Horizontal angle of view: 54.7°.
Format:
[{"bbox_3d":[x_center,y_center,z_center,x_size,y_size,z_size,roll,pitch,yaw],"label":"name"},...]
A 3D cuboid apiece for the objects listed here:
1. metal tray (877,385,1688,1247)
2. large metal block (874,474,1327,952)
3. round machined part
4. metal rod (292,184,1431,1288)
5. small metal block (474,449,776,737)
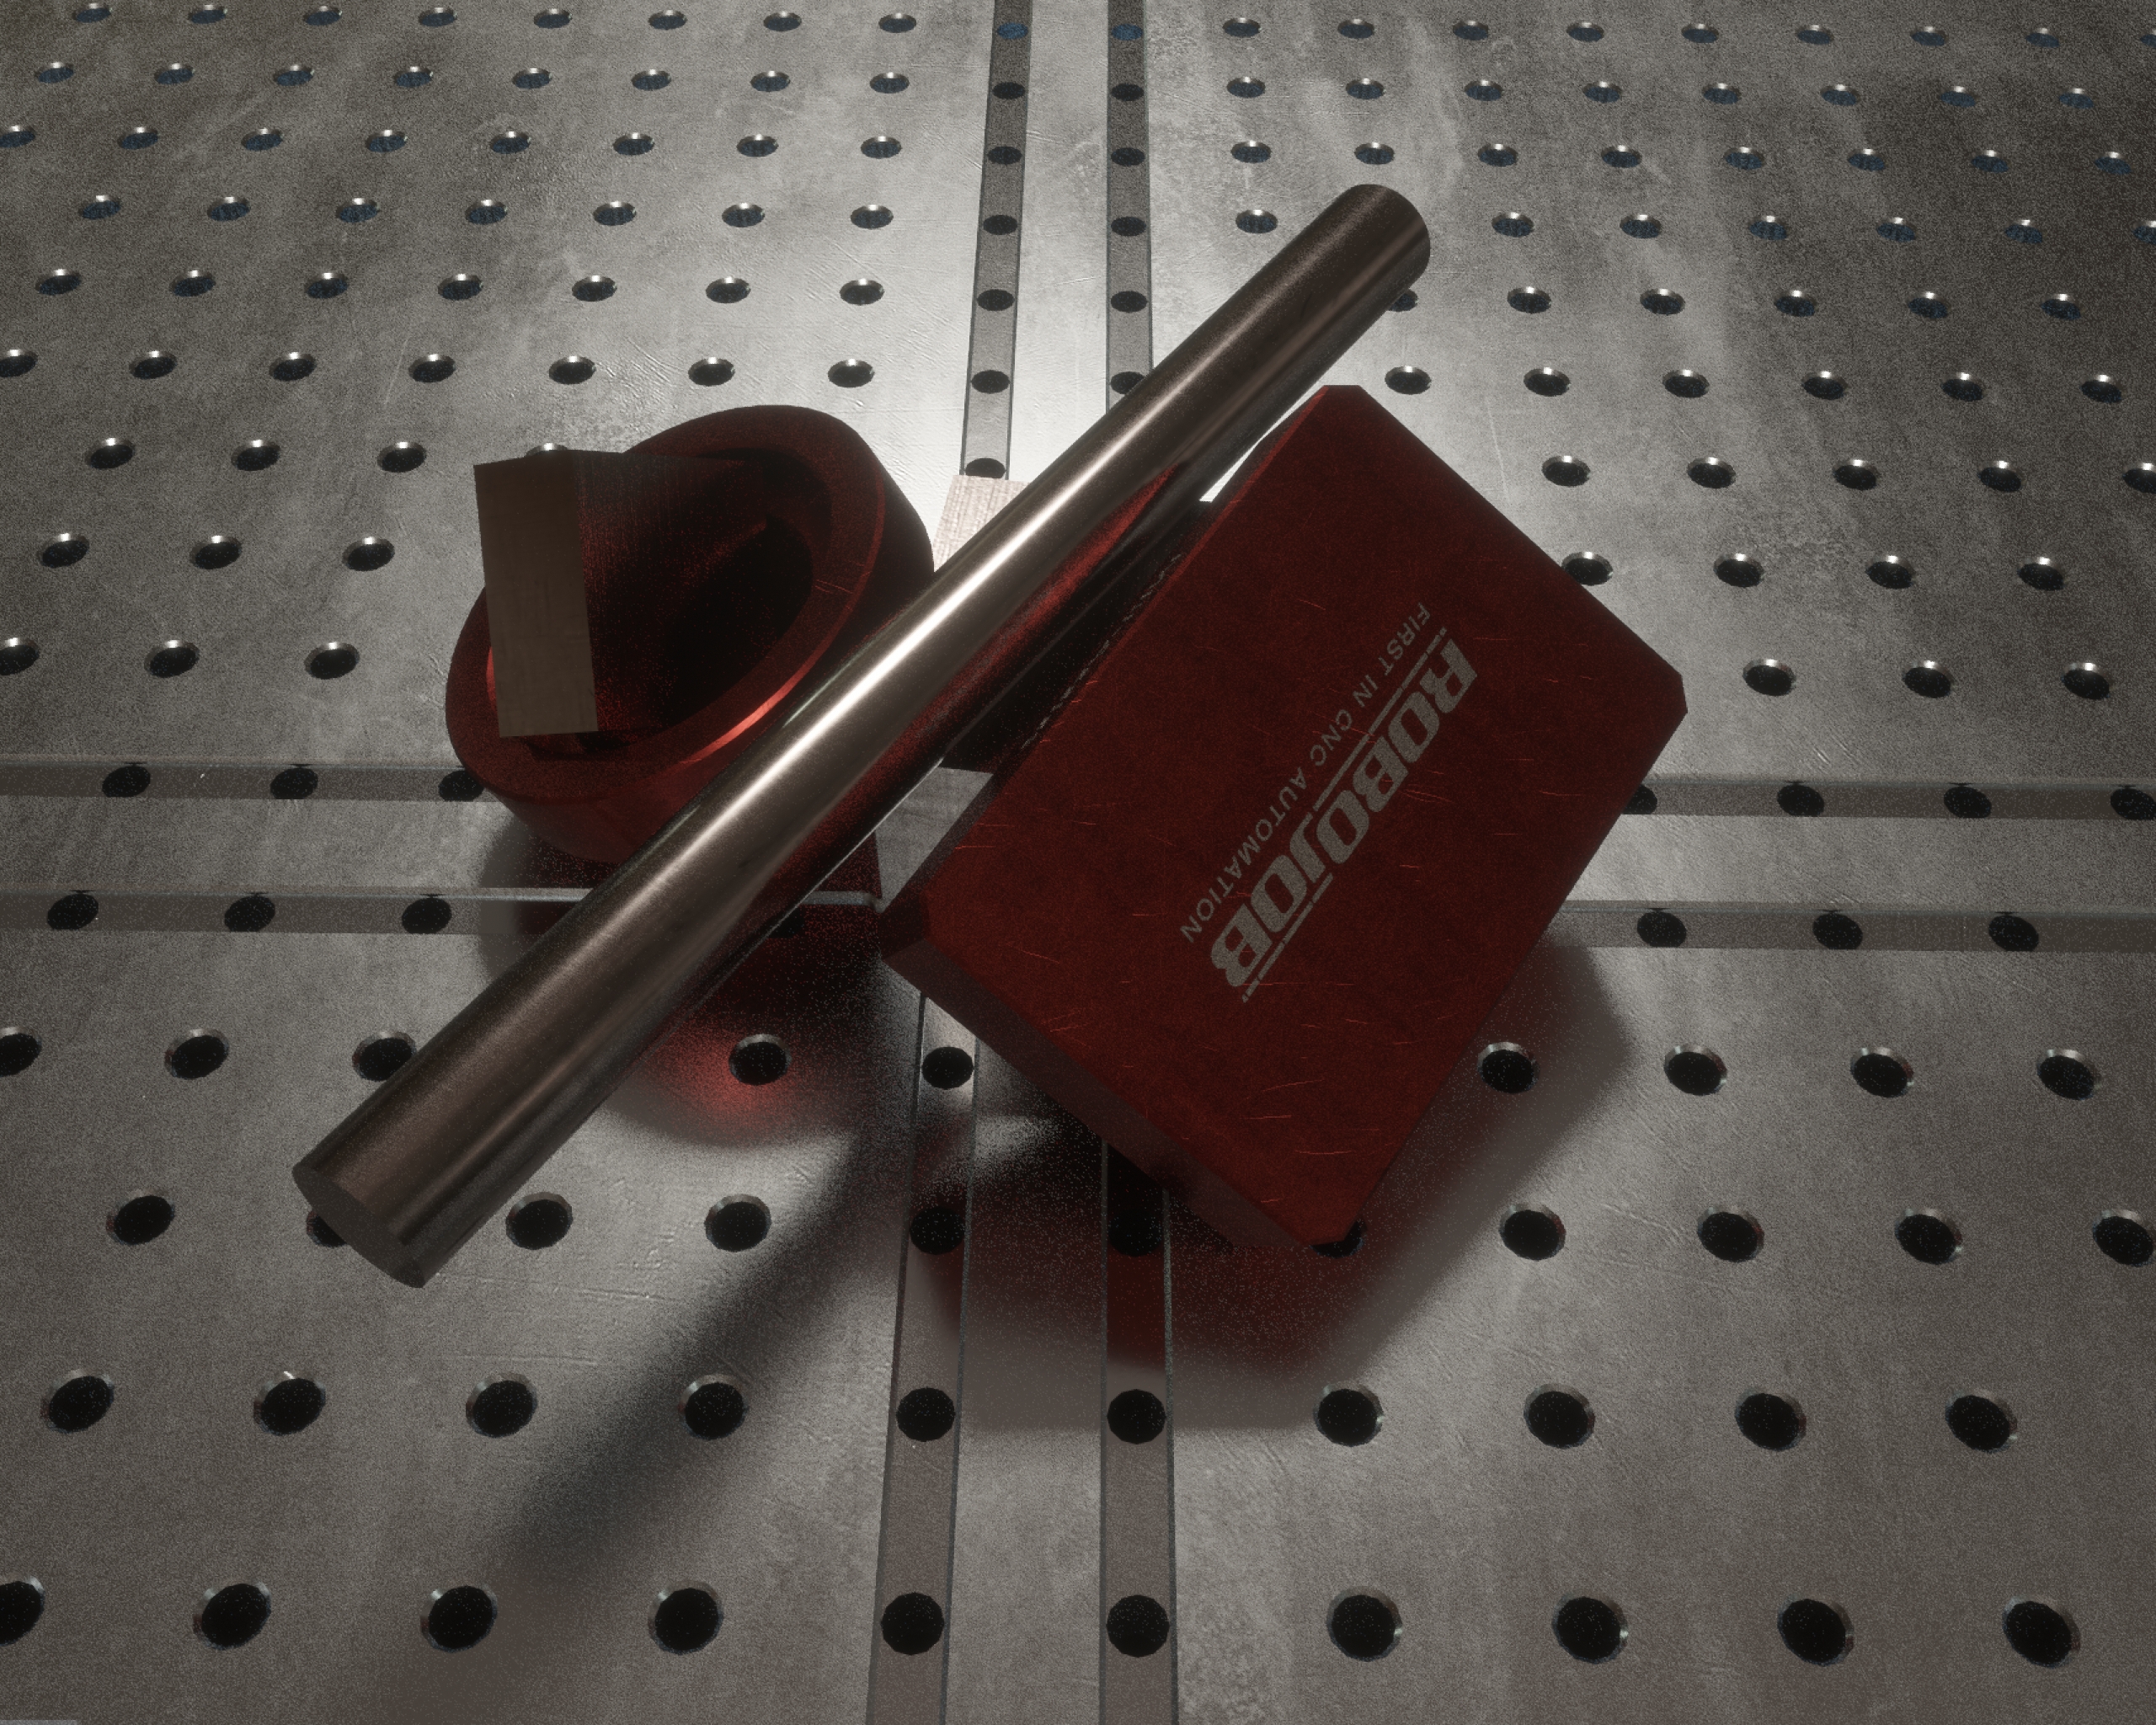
[{"bbox_3d":[0.039,-0.009,0.369,0.090,0.030,0.130,40,70,-8],"label":"metal tray"},{"bbox_3d":[0.008,-0.028,0.415,0.080,0.050,0.080,7,50,5],"label":"large metal block"},{"bbox_3d":[-0.071,-0.040,0.412,0.098,0.042,0.098,-15,50,20],"label":"round machined part"},{"bbox_3d":[-0.018,-0.043,0.378,0.025,0.025,0.301,28,55,21],"label":"metal rod"},{"bbox_3d":[-0.084,-0.051,0.397,0.025,0.050,0.050,-1,6,33],"label":"small metal block"}]
